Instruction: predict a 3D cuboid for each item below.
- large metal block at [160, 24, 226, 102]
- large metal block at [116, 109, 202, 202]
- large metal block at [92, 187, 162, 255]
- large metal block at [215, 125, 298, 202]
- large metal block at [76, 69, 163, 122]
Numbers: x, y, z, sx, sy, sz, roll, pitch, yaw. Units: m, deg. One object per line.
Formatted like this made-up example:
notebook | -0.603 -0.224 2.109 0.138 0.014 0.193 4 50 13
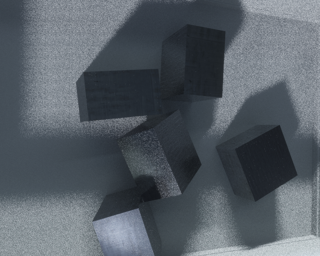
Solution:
large metal block | 0.039 -0.077 0.397 0.050 0.080 0.079 3 89 -20
large metal block | 0.003 0.031 0.377 0.080 0.050 0.080 67 28 -8
large metal block | -0.034 0.122 0.363 0.050 0.080 0.080 -17 97 2
large metal block | 0.140 0.048 0.451 0.081 0.050 0.080 -25 99 -19
large metal block | -0.051 -0.036 0.363 0.081 0.080 0.050 -7 93 -20
